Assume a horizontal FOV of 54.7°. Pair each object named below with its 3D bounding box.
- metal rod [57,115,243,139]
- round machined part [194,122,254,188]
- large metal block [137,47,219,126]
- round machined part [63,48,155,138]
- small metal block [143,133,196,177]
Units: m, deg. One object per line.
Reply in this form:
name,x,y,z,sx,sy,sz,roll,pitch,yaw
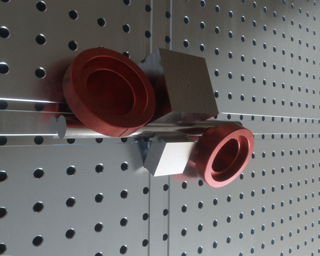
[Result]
metal rod,0.013,0.000,0.421,0.302,0.025,0.025,0,90,-40
round machined part,0.089,0.036,0.457,0.099,0.042,0.097,-21,127,-29
large metal block,0.021,-0.048,0.396,0.081,0.050,0.080,1,71,-40
round machined part,-0.057,-0.034,0.334,0.099,0.042,0.098,21,52,-29
small metal block,0.012,0.034,0.407,0.050,0.025,0.050,1,118,-40
